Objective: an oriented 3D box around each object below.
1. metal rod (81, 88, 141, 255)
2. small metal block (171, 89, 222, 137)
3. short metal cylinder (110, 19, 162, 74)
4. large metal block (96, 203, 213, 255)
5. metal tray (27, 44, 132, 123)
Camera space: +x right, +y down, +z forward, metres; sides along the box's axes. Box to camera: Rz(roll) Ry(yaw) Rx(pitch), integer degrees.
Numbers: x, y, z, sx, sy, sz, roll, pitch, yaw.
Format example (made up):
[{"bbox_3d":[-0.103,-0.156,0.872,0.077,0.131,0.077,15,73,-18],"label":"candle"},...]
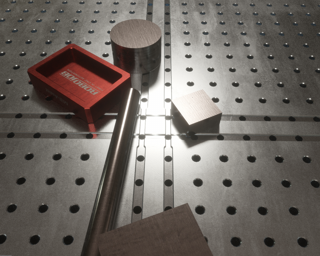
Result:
[{"bbox_3d":[-0.056,0.066,0.351,0.025,0.025,0.300,5,50,4],"label":"metal rod"},{"bbox_3d":[0.049,-0.022,0.426,0.050,0.025,0.050,-20,53,-17],"label":"small metal block"},{"bbox_3d":[-0.038,-0.133,0.503,0.081,0.050,0.080,0,50,0],"label":"short metal cylinder"},{"bbox_3d":[-0.005,0.119,0.272,0.081,0.080,0.050,-16,52,-14],"label":"large metal block"},{"bbox_3d":[-0.118,-0.071,0.462,0.130,0.030,0.090,31,56,23],"label":"metal tray"}]
